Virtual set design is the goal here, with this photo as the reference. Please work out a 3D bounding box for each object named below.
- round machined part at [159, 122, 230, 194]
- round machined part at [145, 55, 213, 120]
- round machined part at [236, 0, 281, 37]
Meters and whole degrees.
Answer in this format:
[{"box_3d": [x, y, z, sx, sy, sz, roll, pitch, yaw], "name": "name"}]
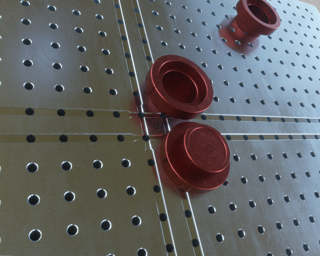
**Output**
[{"box_3d": [0.052, 0.034, 0.407, 0.099, 0.042, 0.098, 14, 56, -21], "name": "round machined part"}, {"box_3d": [0.024, -0.054, 0.445, 0.099, 0.042, 0.098, 14, 56, -21], "name": "round machined part"}, {"box_3d": [0.199, -0.230, 0.648, 0.099, 0.042, 0.098, 14, 56, -21], "name": "round machined part"}]
